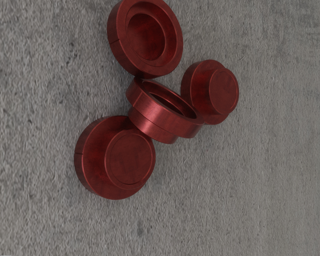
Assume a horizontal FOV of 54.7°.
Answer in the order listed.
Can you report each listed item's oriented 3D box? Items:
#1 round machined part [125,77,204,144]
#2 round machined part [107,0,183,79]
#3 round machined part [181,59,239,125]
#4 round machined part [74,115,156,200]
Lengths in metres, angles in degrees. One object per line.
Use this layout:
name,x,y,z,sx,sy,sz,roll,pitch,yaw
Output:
round machined part,0.001,-0.018,0.370,0.099,0.098,0.042,19,114,-39
round machined part,-0.022,-0.107,0.372,0.099,0.042,0.097,4,83,-40
round machined part,0.081,-0.053,0.461,0.099,0.042,0.097,0,90,-40
round machined part,-0.044,0.034,0.357,0.099,0.042,0.097,0,90,-40
